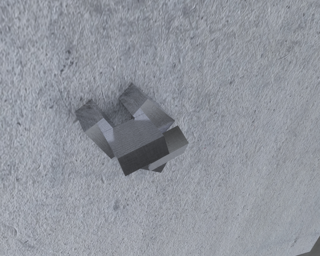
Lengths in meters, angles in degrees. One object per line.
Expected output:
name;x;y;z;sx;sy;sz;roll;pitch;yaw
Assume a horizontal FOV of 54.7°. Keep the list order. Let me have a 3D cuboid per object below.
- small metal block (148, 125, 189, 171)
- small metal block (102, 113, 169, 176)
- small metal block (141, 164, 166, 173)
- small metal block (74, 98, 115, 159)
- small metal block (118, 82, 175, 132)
small metal block;0.004;0.026;0.380;0.050;0.025;0.050;-28;166;-11
small metal block;-0.026;0.016;0.324;0.050;0.050;0.025;-26;128;-13
small metal block;-0.012;0.030;0.422;0.050;0.025;0.050;17;109;-35
small metal block;-0.068;0.001;0.357;0.025;0.050;0.050;-39;130;-3
small metal block;-0.016;-0.023;0.371;0.025;0.050;0.050;-49;129;6
